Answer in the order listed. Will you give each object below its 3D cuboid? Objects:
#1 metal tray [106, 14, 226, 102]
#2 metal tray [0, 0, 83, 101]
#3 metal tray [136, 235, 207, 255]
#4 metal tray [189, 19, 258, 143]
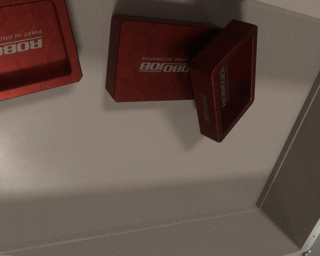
[{"bbox_3d":[0.007,-0.078,0.362,0.131,0.030,0.089,-4,121,-27],"label":"metal tray"},{"bbox_3d":[-0.146,-0.073,0.280,0.131,0.030,0.089,-18,126,-19],"label":"metal tray"},{"bbox_3d":[0.017,0.256,0.577,0.131,0.030,0.089,-4,120,-27],"label":"metal tray"},{"bbox_3d":[0.082,-0.053,0.382,0.090,0.030,0.130,-47,146,-22],"label":"metal tray"}]
